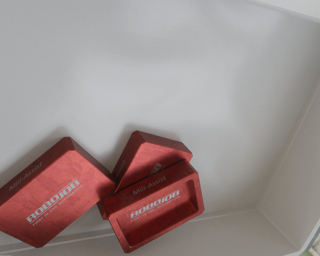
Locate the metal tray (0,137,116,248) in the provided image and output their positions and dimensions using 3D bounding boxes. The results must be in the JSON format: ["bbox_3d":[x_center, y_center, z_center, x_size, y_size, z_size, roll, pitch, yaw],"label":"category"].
[{"bbox_3d":[-0.133,0.083,0.385,0.130,0.030,0.090,-39,130,-2],"label":"metal tray"}]

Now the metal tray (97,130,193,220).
[{"bbox_3d":[-0.022,0.074,0.441,0.091,0.030,0.129,17,110,-35],"label":"metal tray"}]

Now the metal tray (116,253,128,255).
[{"bbox_3d":[-0.109,0.270,0.516,0.131,0.030,0.089,-14,124,-21],"label":"metal tray"}]

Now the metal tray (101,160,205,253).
[{"bbox_3d":[-0.005,0.110,0.432,0.131,0.030,0.089,-24,128,-14],"label":"metal tray"}]
